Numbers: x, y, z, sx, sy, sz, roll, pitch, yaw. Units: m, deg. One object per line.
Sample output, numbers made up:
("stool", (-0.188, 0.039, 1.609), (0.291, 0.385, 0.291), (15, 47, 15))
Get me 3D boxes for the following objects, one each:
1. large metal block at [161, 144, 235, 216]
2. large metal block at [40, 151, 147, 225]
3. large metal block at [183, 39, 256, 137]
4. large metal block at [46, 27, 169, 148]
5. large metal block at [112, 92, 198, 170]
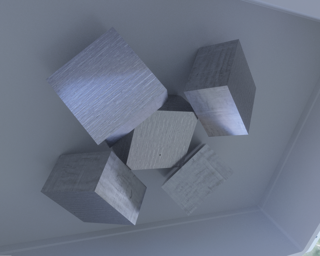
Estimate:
("large metal block", (0.051, 0.067, 0.432), (0.080, 0.050, 0.080), (-44, 174, 2))
("large metal block", (-0.075, 0.073, 0.368), (0.080, 0.050, 0.080), (-7, 137, 30))
("large metal block", (0.077, -0.046, 0.377), (0.080, 0.050, 0.080), (55, 42, -39))
("large metal block", (-0.049, -0.037, 0.310), (0.080, 0.080, 0.050), (-39, 173, -2))
("large metal block", (-0.007, 0.004, 0.387), (0.081, 0.050, 0.079), (1, 118, -29))
